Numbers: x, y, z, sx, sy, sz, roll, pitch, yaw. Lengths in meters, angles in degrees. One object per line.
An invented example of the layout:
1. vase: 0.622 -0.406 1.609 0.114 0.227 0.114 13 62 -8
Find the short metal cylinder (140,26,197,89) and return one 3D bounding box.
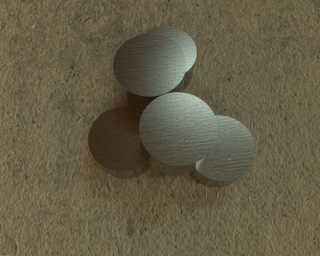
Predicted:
1. short metal cylinder: 0.008 -0.092 0.430 0.081 0.050 0.080 0 70 0

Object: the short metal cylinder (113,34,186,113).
1. short metal cylinder: -0.011 -0.062 0.365 0.080 0.050 0.080 0 70 0

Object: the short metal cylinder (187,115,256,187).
1. short metal cylinder: 0.071 0.030 0.385 0.081 0.050 0.080 0 70 0

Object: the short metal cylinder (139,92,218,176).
1. short metal cylinder: 0.019 0.008 0.339 0.081 0.050 0.080 0 70 -1

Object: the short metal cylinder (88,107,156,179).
1. short metal cylinder: -0.044 0.020 0.388 0.081 0.050 0.080 0 70 0
